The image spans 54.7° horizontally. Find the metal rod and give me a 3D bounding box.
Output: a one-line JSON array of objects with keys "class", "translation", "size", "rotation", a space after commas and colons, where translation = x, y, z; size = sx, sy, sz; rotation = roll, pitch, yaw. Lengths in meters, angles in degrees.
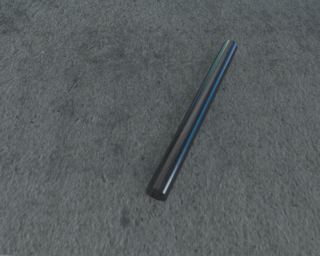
[{"class": "metal rod", "translation": [0.057, -0.032, 0.430], "size": [0.025, 0.025, 0.301], "rotation": [19, 52, 15]}]
